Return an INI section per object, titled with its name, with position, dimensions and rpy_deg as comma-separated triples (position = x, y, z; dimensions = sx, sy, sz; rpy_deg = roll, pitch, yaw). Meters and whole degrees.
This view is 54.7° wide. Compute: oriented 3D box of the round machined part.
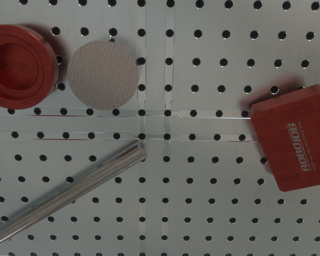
[round machined part]
position = -0.172, -0.075, 0.374
dimensions = 0.099, 0.042, 0.097
rpy_deg = 0, 110, -1

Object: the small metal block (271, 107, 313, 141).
[small metal block]
position = 0.180, -0.007, 0.414
dimensions = 0.050, 0.025, 0.050
rpy_deg = 24, 108, -9

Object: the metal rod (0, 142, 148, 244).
[metal rod]
position = -0.150, 0.107, 0.450
dimensions = 0.300, 0.025, 0.025
rpy_deg = -31, 107, 10

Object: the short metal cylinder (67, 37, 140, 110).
[short metal cylinder]
position = -0.065, -0.067, 0.375
dimensions = 0.081, 0.050, 0.079
rpy_deg = 0, 110, -1

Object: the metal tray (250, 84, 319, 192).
[metal tray]
position = 0.183, 0.018, 0.405
dimensions = 0.090, 0.030, 0.130
rpy_deg = -19, 113, 23
